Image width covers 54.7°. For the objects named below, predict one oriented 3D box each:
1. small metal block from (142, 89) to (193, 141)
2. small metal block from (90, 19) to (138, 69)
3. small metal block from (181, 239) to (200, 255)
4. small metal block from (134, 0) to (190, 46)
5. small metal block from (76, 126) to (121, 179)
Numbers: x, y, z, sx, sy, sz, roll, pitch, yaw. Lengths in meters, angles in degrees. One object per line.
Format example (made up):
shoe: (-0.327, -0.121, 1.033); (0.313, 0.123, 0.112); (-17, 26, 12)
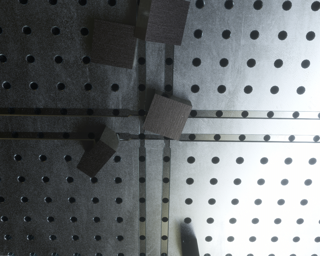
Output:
small metal block: (0.009, -0.017, 0.407); (0.050, 0.025, 0.050); (19, 109, -7)
small metal block: (-0.054, -0.102, 0.375); (0.050, 0.025, 0.050); (9, 110, -4)
small metal block: (0.049, 0.210, 0.478); (0.025, 0.050, 0.050); (-5, 110, 1)
small metal block: (0.002, -0.124, 0.355); (0.050, 0.025, 0.050); (-3, 114, -35)
small metal block: (-0.080, 0.031, 0.410); (0.025, 0.050, 0.050); (38, 105, -13)
